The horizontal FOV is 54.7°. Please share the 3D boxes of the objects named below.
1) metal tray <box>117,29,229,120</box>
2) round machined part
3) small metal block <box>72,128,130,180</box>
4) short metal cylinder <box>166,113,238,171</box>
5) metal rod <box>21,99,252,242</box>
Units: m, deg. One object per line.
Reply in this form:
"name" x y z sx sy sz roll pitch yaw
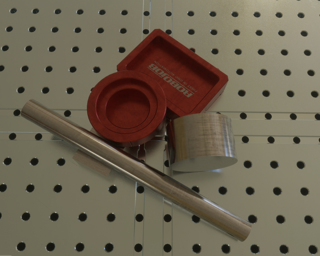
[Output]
"metal tray" 0.017 -0.070 0.434 0.130 0.030 0.090 38 74 12
"round machined part" -0.041 -0.022 0.402 0.099 0.042 0.098 0 70 1
"small metal block" -0.075 0.032 0.399 0.050 0.025 0.050 27 72 9
"short metal cylinder" 0.049 0.020 0.374 0.081 0.080 0.050 -4 70 -2
"metal rod" -0.029 0.050 0.371 0.301 0.025 0.025 30 72 1
